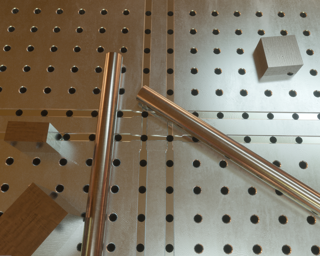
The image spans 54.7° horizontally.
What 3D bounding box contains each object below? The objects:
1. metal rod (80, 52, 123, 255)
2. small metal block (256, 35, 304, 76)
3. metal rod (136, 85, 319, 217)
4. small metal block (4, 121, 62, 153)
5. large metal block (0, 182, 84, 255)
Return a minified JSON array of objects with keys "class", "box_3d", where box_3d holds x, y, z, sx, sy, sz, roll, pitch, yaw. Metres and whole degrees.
[{"class":"metal rod","box_3d":[-0.073,0.037,0.397,0.025,0.025,0.299,3,70,1]},{"class":"small metal block","box_3d":[0.173,-0.106,0.451,0.050,0.025,0.050,-5,70,-2]},{"class":"metal rod","box_3d":[0.099,0.031,0.400,0.301,0.025,0.025,33,73,11]},{"class":"small metal block","box_3d":[-0.159,0.013,0.393,0.050,0.050,0.025,2,70,1]},{"class":"large metal block","box_3d":[-0.136,0.113,0.340,0.050,0.080,0.080,37,74,12]}]
